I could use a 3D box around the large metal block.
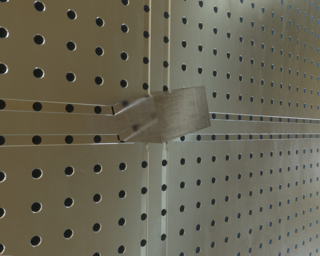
[{"bbox_3d":[0.002,-0.017,0.377,0.081,0.080,0.050,-17,101,-39],"label":"large metal block"}]
